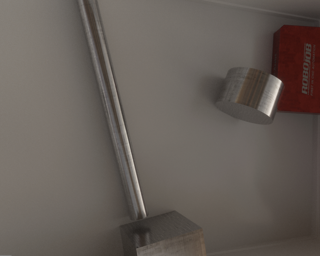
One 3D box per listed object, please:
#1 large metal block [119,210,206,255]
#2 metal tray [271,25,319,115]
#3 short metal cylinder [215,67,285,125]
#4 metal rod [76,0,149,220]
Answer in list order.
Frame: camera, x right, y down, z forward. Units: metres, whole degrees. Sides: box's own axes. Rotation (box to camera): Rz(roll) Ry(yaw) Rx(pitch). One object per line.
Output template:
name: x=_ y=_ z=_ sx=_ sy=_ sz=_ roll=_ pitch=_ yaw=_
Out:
large metal block: x=0.002 y=0.147 z=0.383 sx=0.081 sy=0.080 sz=0.050 roll=-10 pitch=94 yaw=-20
metal tray: x=0.222 y=-0.087 z=0.476 sx=0.091 sy=0.030 sz=0.129 roll=4 pitch=89 yaw=0
short metal cylinder: x=0.124 y=-0.043 z=0.429 sx=0.080 sy=0.080 sz=0.050 roll=24 pitch=82 yaw=-19
metal rod: x=-0.060 y=-0.030 z=0.388 sx=0.025 sy=0.025 sz=0.298 roll=-15 pitch=95 yaw=-20
